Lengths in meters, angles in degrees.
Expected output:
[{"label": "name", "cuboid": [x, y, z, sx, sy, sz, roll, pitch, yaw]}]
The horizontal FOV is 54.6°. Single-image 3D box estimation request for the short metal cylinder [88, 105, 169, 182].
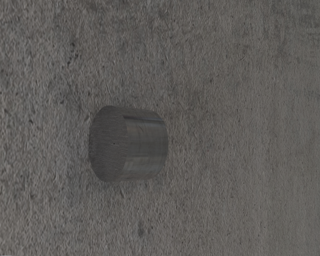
[{"label": "short metal cylinder", "cuboid": [-0.036, 0.017, 0.338, 0.050, 0.080, 0.080, 4, 87, -40]}]
